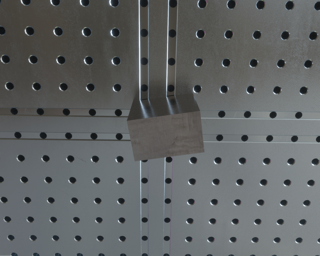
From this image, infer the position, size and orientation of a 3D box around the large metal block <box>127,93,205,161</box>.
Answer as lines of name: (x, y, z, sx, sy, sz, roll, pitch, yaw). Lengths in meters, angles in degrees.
large metal block: (0.007, -0.004, 0.383, 0.080, 0.080, 0.050, -8, 110, 3)
